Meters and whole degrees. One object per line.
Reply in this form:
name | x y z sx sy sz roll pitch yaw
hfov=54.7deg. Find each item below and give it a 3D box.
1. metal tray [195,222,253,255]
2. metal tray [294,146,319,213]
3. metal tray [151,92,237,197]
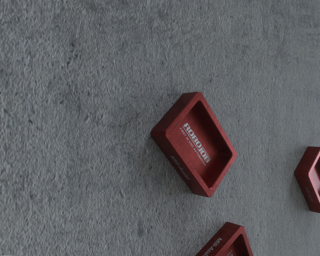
metal tray | 0.093 0.221 0.479 0.131 0.030 0.090 -32 110 -35
metal tray | 0.352 0.116 0.695 0.090 0.030 0.130 -47 118 -30
metal tray | 0.054 0.024 0.445 0.090 0.030 0.130 -50 120 -28
